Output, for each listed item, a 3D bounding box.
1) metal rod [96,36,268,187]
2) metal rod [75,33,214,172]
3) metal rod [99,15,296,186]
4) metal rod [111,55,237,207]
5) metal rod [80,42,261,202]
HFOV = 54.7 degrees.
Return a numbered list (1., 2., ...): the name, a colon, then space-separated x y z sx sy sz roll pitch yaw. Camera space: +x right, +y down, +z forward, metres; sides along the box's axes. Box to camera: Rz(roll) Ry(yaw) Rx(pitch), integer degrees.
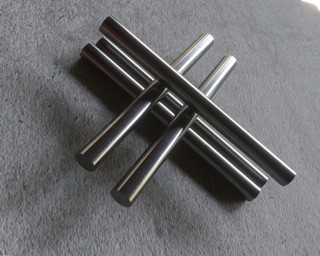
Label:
1. metal rod: 0.030 -0.020 0.435 0.300 0.025 0.025 41 51 -1
2. metal rod: 0.000 -0.054 0.407 0.025 0.025 0.301 41 51 -1
3. metal rod: 0.047 -0.033 0.388 0.300 0.025 0.025 40 51 -1
4. metal rod: 0.036 -0.018 0.405 0.025 0.025 0.301 41 51 -1
5. metal rod: 0.014 -0.008 0.419 0.300 0.025 0.025 41 51 -1
